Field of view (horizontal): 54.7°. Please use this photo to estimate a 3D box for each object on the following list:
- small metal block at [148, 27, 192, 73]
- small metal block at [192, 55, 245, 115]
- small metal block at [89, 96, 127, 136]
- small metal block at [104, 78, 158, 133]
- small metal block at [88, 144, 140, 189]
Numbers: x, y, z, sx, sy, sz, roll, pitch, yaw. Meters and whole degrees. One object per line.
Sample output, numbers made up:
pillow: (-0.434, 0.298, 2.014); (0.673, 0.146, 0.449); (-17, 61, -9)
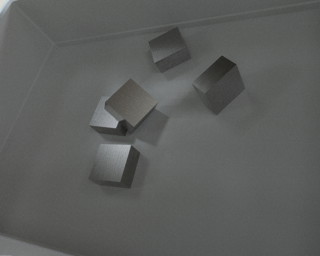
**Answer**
small metal block: (0.014, -0.119, 0.471); (0.050, 0.025, 0.050); (-24, 53, 13)
small metal block: (0.073, -0.052, 0.383); (0.050, 0.050, 0.025); (-43, 51, -1)
small metal block: (-0.068, -0.018, 0.453); (0.050, 0.025, 0.050); (6, 64, 31)
small metal block: (-0.039, -0.031, 0.423); (0.050, 0.025, 0.050); (41, 68, 3)
small metal block: (-0.059, 0.049, 0.407); (0.050, 0.025, 0.050); (0, 62, 28)
